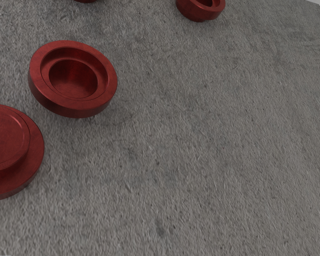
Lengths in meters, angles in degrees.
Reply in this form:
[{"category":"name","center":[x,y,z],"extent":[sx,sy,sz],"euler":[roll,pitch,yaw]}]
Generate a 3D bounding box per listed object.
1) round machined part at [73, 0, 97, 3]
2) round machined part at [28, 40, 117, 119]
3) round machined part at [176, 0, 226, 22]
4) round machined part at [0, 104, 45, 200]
[{"category":"round machined part","center":[-0.119,-0.230,0.469],"extent":[0.099,0.042,0.098],"euler":[14,56,-21]},{"category":"round machined part","center":[-0.104,-0.053,0.369],"extent":[0.099,0.042,0.098],"euler":[14,56,-21]},{"category":"round machined part","center":[0.068,-0.236,0.573],"extent":[0.099,0.042,0.098],"euler":[14,56,-21]},{"category":"round machined part","center":[-0.162,0.017,0.295],"extent":[0.099,0.042,0.098],"euler":[14,56,-21]}]
